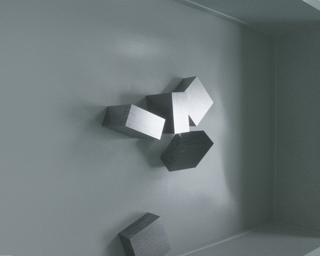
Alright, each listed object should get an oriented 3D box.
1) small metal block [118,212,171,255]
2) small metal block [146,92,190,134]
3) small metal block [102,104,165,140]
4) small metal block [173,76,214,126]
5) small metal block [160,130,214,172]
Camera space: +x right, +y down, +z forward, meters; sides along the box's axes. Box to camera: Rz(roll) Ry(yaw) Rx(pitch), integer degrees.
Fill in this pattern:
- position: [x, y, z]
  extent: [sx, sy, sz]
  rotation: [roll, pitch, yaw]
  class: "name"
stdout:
- position: [-0.019, 0.144, 0.391]
  extent: [0.050, 0.025, 0.050]
  rotation: [-26, 107, -37]
  class: "small metal block"
- position: [0.009, -0.019, 0.398]
  extent: [0.025, 0.050, 0.050]
  rotation: [-7, 95, -40]
  class: "small metal block"
- position: [-0.031, -0.006, 0.364]
  extent: [0.050, 0.050, 0.025]
  rotation: [23, 75, -38]
  class: "small metal block"
- position: [0.043, -0.038, 0.443]
  extent: [0.050, 0.025, 0.050]
  rotation: [-52, 121, -27]
  class: "small metal block"
- position: [0.036, 0.031, 0.419]
  extent: [0.050, 0.025, 0.050]
  rotation: [-2, 136, -40]
  class: "small metal block"
